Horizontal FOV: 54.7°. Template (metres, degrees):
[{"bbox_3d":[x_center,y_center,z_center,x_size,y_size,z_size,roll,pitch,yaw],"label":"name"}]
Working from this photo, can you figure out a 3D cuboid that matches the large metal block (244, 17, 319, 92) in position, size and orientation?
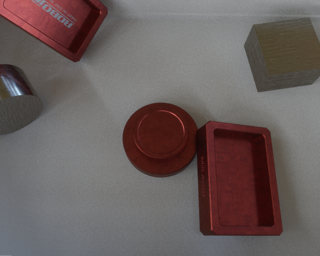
[{"bbox_3d":[0.174,-0.102,0.436,0.081,0.050,0.080,-8,70,-4],"label":"large metal block"}]

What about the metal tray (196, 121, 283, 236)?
[{"bbox_3d":[0.093,0.061,0.371,0.091,0.030,0.130,7,69,-17],"label":"metal tray"}]

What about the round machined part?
[{"bbox_3d":[0.001,0.011,0.397,0.099,0.042,0.098,0,70,0],"label":"round machined part"}]

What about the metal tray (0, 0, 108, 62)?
[{"bbox_3d":[-0.139,-0.155,0.398,0.030,0.130,0.090,30,90,38],"label":"metal tray"}]

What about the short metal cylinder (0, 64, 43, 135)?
[{"bbox_3d":[-0.198,-0.034,0.391,0.080,0.080,0.050,-32,74,-11],"label":"short metal cylinder"}]
